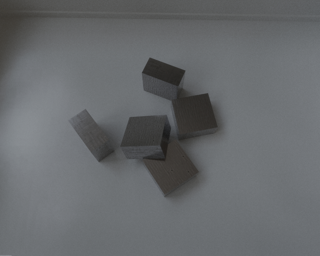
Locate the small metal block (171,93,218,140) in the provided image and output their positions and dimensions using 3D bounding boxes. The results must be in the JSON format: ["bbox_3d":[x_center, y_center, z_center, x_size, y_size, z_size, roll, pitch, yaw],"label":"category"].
[{"bbox_3d":[0.045,-0.015,0.416,0.050,0.025,0.050,-11,70,-4],"label":"small metal block"}]

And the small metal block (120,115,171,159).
[{"bbox_3d":[-0.017,0.011,0.389,0.050,0.025,0.050,-3,47,17],"label":"small metal block"}]

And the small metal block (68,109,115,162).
[{"bbox_3d":[-0.085,0.011,0.391,0.025,0.050,0.050,-36,74,-12],"label":"small metal block"}]

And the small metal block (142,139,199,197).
[{"bbox_3d":[0.013,0.051,0.391,0.050,0.025,0.050,-31,73,-11],"label":"small metal block"}]

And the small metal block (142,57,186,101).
[{"bbox_3d":[0.005,-0.064,0.420,0.050,0.050,0.025,22,72,7],"label":"small metal block"}]
